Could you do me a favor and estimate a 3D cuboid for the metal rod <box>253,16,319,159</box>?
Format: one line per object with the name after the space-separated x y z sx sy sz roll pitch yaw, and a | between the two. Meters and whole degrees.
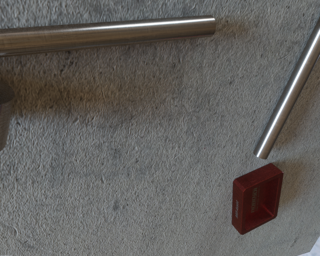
0.217 -0.083 0.476 0.025 0.025 0.298 5 116 -31 | metal rod

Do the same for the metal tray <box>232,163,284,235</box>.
0.184 0.137 0.592 0.091 0.030 0.129 -20 126 -17 | metal tray

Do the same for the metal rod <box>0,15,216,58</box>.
-0.078 -0.091 0.308 0.303 0.025 0.025 -12 124 -22 | metal rod

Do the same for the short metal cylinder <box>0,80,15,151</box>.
-0.174 -0.014 0.268 0.081 0.080 0.050 6 115 -32 | short metal cylinder
